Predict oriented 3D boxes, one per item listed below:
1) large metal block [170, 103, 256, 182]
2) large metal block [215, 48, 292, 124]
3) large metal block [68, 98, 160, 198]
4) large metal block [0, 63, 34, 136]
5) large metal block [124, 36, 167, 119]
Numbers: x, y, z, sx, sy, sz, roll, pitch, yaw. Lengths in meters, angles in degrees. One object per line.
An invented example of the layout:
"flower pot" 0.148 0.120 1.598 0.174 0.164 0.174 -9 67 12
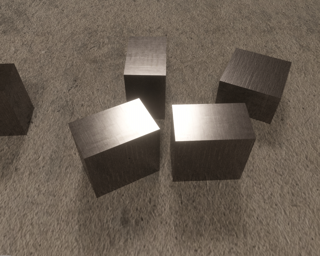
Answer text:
"large metal block" 0.054 0.018 0.353 0.081 0.080 0.050 -2 50 -2
"large metal block" 0.132 -0.062 0.441 0.080 0.050 0.080 19 53 15
"large metal block" -0.047 0.023 0.347 0.081 0.080 0.050 -22 54 -18
"large metal block" -0.218 -0.033 0.393 0.081 0.080 0.050 -3 50 -3
"large metal block" -0.017 -0.068 0.425 0.050 0.080 0.080 1 50 1
